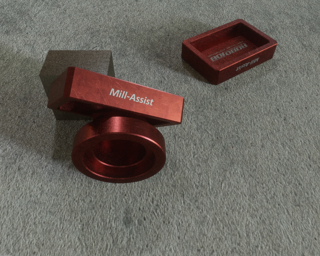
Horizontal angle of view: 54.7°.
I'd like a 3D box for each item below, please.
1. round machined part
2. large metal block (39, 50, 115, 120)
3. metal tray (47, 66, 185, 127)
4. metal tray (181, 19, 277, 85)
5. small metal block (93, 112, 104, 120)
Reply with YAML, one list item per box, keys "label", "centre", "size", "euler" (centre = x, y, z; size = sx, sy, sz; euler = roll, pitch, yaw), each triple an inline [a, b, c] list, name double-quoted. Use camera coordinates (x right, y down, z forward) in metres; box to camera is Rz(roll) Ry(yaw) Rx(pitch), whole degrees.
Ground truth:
- label: "round machined part"
  centre: [-0.044, 0.018, 0.339]
  size: [0.099, 0.097, 0.042]
  euler: [-2, 51, -2]
- label: "large metal block"
  centre: [-0.103, -0.056, 0.413]
  size: [0.081, 0.080, 0.050]
  euler: [0, 50, 0]
- label: "metal tray"
  centre: [-0.050, -0.028, 0.350]
  size: [0.131, 0.090, 0.030]
  euler: [12, 80, -29]
- label: "metal tray"
  centre: [0.112, -0.128, 0.508]
  size: [0.131, 0.030, 0.090]
  euler: [-27, 55, -21]
- label: "small metal block"
  centre: [-0.053, 0.004, 0.381]
  size: [0.050, 0.050, 0.025]
  euler: [-5, 60, -4]
